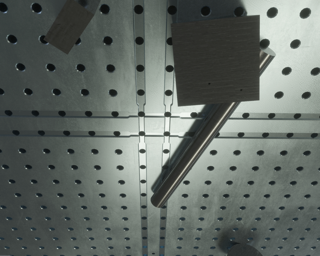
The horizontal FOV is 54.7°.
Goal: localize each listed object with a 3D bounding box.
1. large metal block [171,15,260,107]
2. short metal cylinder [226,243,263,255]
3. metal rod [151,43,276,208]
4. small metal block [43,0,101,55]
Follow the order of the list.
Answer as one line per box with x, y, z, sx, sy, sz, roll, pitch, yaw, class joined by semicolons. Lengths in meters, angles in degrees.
0.056;-0.070;0.318;0.080;0.050;0.079;-4;109;5;large metal block
0.165;0.281;0.617;0.081;0.080;0.050;7;130;-6;short metal cylinder
0.056;0.018;0.427;0.025;0.025;0.298;18;128;-16;metal rod
-0.084;-0.108;0.302;0.025;0.050;0.050;32;123;-24;small metal block
